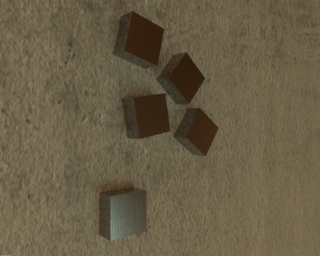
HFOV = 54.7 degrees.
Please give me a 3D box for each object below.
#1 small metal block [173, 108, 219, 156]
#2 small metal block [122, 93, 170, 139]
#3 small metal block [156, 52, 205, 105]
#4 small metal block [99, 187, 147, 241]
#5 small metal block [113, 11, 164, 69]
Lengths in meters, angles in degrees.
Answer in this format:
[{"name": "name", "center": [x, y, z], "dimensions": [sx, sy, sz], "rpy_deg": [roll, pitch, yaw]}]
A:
[{"name": "small metal block", "center": [0.053, 0.006, 0.452], "dimensions": [0.050, 0.025, 0.050], "rpy_deg": [42, 64, -32]}, {"name": "small metal block", "center": [-0.017, -0.016, 0.392], "dimensions": [0.050, 0.025, 0.050], "rpy_deg": [-13, 99, -40]}, {"name": "small metal block", "center": [0.030, -0.068, 0.432], "dimensions": [0.050, 0.025, 0.050], "rpy_deg": [48, 62, -30]}, {"name": "small metal block", "center": [-0.044, 0.101, 0.370], "dimensions": [0.050, 0.025, 0.050], "rpy_deg": [0, 90, -40]}, {"name": "small metal block", "center": [-0.026, -0.108, 0.385], "dimensions": [0.050, 0.025, 0.050], "rpy_deg": [17, 79, -39]}]
